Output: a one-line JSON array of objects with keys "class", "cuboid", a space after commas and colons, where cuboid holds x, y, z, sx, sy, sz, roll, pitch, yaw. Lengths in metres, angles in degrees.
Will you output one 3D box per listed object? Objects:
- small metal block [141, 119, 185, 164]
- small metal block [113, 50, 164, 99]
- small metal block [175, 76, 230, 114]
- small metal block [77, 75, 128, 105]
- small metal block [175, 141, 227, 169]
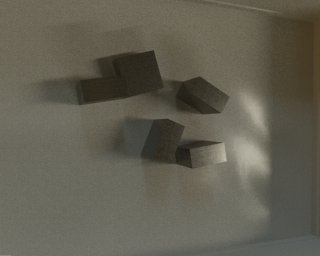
[{"class": "small metal block", "cuboid": [0.003, 0.016, 0.399, 0.025, 0.050, 0.050, 23, 82, -19]}, {"class": "small metal block", "cuboid": [-0.028, -0.069, 0.401, 0.050, 0.025, 0.050, -17, 96, -20]}, {"class": "small metal block", "cuboid": [0.056, -0.042, 0.419, 0.050, 0.050, 0.025, 31, 80, -18]}, {"class": "small metal block", "cuboid": [-0.071, -0.045, 0.372, 0.050, 0.050, 0.025, -11, 94, -20]}, {"class": "small metal block", "cuboid": [0.054, 0.035, 0.418, 0.050, 0.050, 0.025, -9, 94, -20]}]
